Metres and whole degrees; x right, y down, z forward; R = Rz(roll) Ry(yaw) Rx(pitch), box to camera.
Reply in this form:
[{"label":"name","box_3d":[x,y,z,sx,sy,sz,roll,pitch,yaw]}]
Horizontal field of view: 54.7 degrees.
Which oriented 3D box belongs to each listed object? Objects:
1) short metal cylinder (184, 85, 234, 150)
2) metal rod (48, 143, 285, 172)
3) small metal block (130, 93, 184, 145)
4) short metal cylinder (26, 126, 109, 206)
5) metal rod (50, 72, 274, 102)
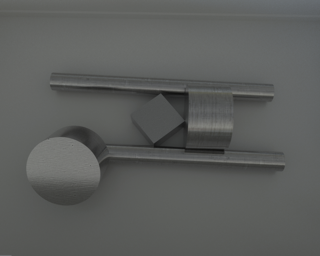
[{"label":"short metal cylinder","box_3d":[0.057,-0.014,0.385,0.050,0.080,0.080,2,70,0]},{"label":"metal rod","box_3d":[0.004,0.035,0.395,0.302,0.025,0.025,3,70,0]},{"label":"small metal block","box_3d":[-0.003,-0.009,0.411,0.050,0.025,0.050,-36,74,-13]},{"label":"short metal cylinder","box_3d":[-0.104,0.042,0.360,0.081,0.050,0.079,0,104,1]},{"label":"metal rod","box_3d":[0.003,-0.056,0.428,0.302,0.025,0.025,3,70,0]}]
